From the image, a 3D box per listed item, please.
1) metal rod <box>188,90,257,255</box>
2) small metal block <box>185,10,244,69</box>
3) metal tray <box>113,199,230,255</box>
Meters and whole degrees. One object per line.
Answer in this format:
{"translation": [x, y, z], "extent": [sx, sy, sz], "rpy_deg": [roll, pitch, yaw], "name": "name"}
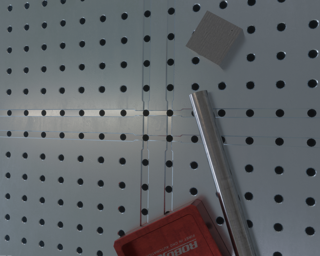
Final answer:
{"translation": [0.089, 0.099, 0.381], "extent": [0.025, 0.025, 0.298], "rpy_deg": [-18, 84, 19], "name": "metal rod"}
{"translation": [0.069, -0.110, 0.388], "extent": [0.050, 0.025, 0.050], "rpy_deg": [35, 101, 16], "name": "small metal block"}
{"translation": [0.014, 0.162, 0.404], "extent": [0.130, 0.030, 0.090], "rpy_deg": [-31, 80, 17], "name": "metal tray"}
